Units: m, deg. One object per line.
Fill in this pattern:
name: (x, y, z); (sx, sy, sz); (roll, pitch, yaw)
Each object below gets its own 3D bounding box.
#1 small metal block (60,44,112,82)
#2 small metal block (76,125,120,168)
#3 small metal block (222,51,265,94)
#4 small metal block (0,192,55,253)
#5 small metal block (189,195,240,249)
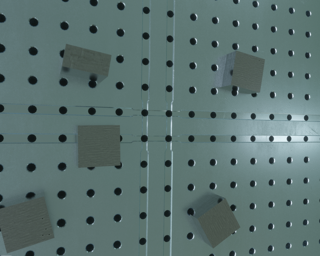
small metal block: (-0.089, -0.075, 0.366); (0.050, 0.050, 0.025); (10, 87, -20)
small metal block: (-0.077, 0.021, 0.384); (0.050, 0.025, 0.050); (-1, 90, -20)
small metal block: (0.123, -0.081, 0.457); (0.050, 0.025, 0.050); (11, 86, -20)
small metal block: (-0.153, 0.107, 0.356); (0.050, 0.025, 0.050); (-14, 95, -20)
small metal block: (0.078, 0.132, 0.441); (0.050, 0.025, 0.050); (-31, 100, -17)
